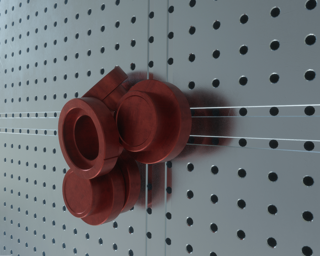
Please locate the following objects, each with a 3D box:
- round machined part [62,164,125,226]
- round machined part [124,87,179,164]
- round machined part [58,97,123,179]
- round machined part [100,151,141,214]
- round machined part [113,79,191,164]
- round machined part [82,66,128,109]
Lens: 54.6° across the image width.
[{"bbox_3d":[-0.096,0.084,0.424,0.098,0.042,0.097,0,90,40],"label":"round machined part"},{"bbox_3d":[-0.018,-0.004,0.387,0.098,0.042,0.097,0,90,40],"label":"round machined part"},{"bbox_3d":[-0.081,0.010,0.383,0.098,0.042,0.097,10,105,41],"label":"round machined part"},{"bbox_3d":[-0.077,0.075,0.436,0.098,0.042,0.097,0,90,40],"label":"round machined part"},{"bbox_3d":[-0.016,-0.008,0.356,0.098,0.042,0.097,-1,89,40],"label":"round machined part"},{"bbox_3d":[-0.081,-0.040,0.442,0.098,0.098,0.042,-34,104,35],"label":"round machined part"}]
